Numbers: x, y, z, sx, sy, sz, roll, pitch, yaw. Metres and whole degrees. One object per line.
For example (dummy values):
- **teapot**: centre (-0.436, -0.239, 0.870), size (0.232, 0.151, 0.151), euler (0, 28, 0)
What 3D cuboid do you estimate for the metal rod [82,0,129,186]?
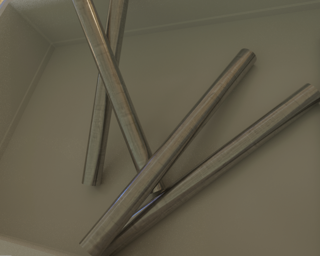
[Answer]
- **metal rod**: centre (-0.069, -0.074, 0.411), size (0.025, 0.025, 0.298), euler (8, 89, 31)

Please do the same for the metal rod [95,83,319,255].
- **metal rod**: centre (0.049, 0.051, 0.347), size (0.300, 0.025, 0.025), euler (-37, 51, 2)

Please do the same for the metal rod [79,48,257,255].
- **metal rod**: centre (0.021, 0.015, 0.357), size (0.025, 0.025, 0.301), euler (27, 68, 37)

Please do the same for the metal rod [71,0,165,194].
- **metal rod**: centre (-0.060, -0.063, 0.382), size (0.025, 0.025, 0.299), euler (-23, 83, 14)
